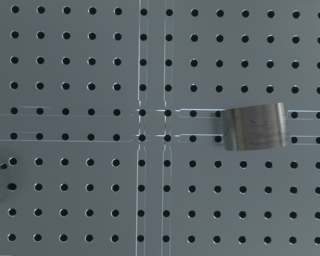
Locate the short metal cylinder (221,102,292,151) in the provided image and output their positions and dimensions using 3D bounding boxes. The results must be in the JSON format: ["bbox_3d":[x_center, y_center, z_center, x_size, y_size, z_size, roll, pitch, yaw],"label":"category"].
[{"bbox_3d":[0.119,-0.002,0.388,0.081,0.080,0.050,-7,90,0],"label":"short metal cylinder"}]

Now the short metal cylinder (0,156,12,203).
[{"bbox_3d":[-0.242,0.071,0.398,0.081,0.050,0.079,0,90,-1],"label":"short metal cylinder"}]
